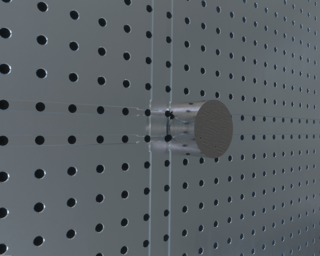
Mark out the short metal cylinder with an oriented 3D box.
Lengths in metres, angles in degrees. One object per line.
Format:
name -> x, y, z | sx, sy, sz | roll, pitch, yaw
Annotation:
short metal cylinder -> 0.058, 0.001, 0.441 | 0.081, 0.050, 0.080 | 0, 90, -40
